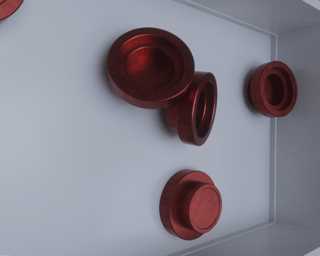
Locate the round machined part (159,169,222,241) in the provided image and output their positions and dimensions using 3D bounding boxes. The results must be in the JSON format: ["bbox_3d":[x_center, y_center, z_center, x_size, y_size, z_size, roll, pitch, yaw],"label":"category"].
[{"bbox_3d":[0.050,0.109,0.438,0.099,0.042,0.097,0,90,-40],"label":"round machined part"}]

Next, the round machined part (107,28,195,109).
[{"bbox_3d":[-0.012,-0.066,0.364,0.099,0.042,0.098,3,68,-6],"label":"round machined part"}]

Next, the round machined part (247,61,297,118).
[{"bbox_3d":[0.195,-0.067,0.552,0.099,0.042,0.097,1,88,-31],"label":"round machined part"}]

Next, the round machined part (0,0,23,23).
[{"bbox_3d":[-0.166,-0.130,0.255,0.099,0.042,0.097,0,90,-42],"label":"round machined part"}]

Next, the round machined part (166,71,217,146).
[{"bbox_3d":[0.041,-0.027,0.414,0.099,0.042,0.097,-36,131,-56],"label":"round machined part"}]
